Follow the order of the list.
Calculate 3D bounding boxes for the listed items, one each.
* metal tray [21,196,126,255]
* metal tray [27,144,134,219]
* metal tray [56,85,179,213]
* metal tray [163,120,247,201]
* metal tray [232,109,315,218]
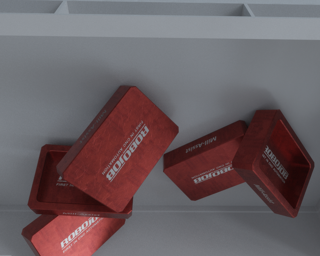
[{"bbox_3d":[-0.119,0.144,0.454,0.030,0.131,0.090,5,123,45],"label":"metal tray"},{"bbox_3d":[-0.101,0.073,0.423,0.131,0.090,0.030,4,151,-4],"label":"metal tray"},{"bbox_3d":[-0.047,0.024,0.374,0.090,0.030,0.130,43,76,-30],"label":"metal tray"},{"bbox_3d":[0.081,0.052,0.450,0.130,0.030,0.090,-26,126,20],"label":"metal tray"},{"bbox_3d":[0.154,0.048,0.408,0.030,0.090,0.130,2,144,51],"label":"metal tray"}]
